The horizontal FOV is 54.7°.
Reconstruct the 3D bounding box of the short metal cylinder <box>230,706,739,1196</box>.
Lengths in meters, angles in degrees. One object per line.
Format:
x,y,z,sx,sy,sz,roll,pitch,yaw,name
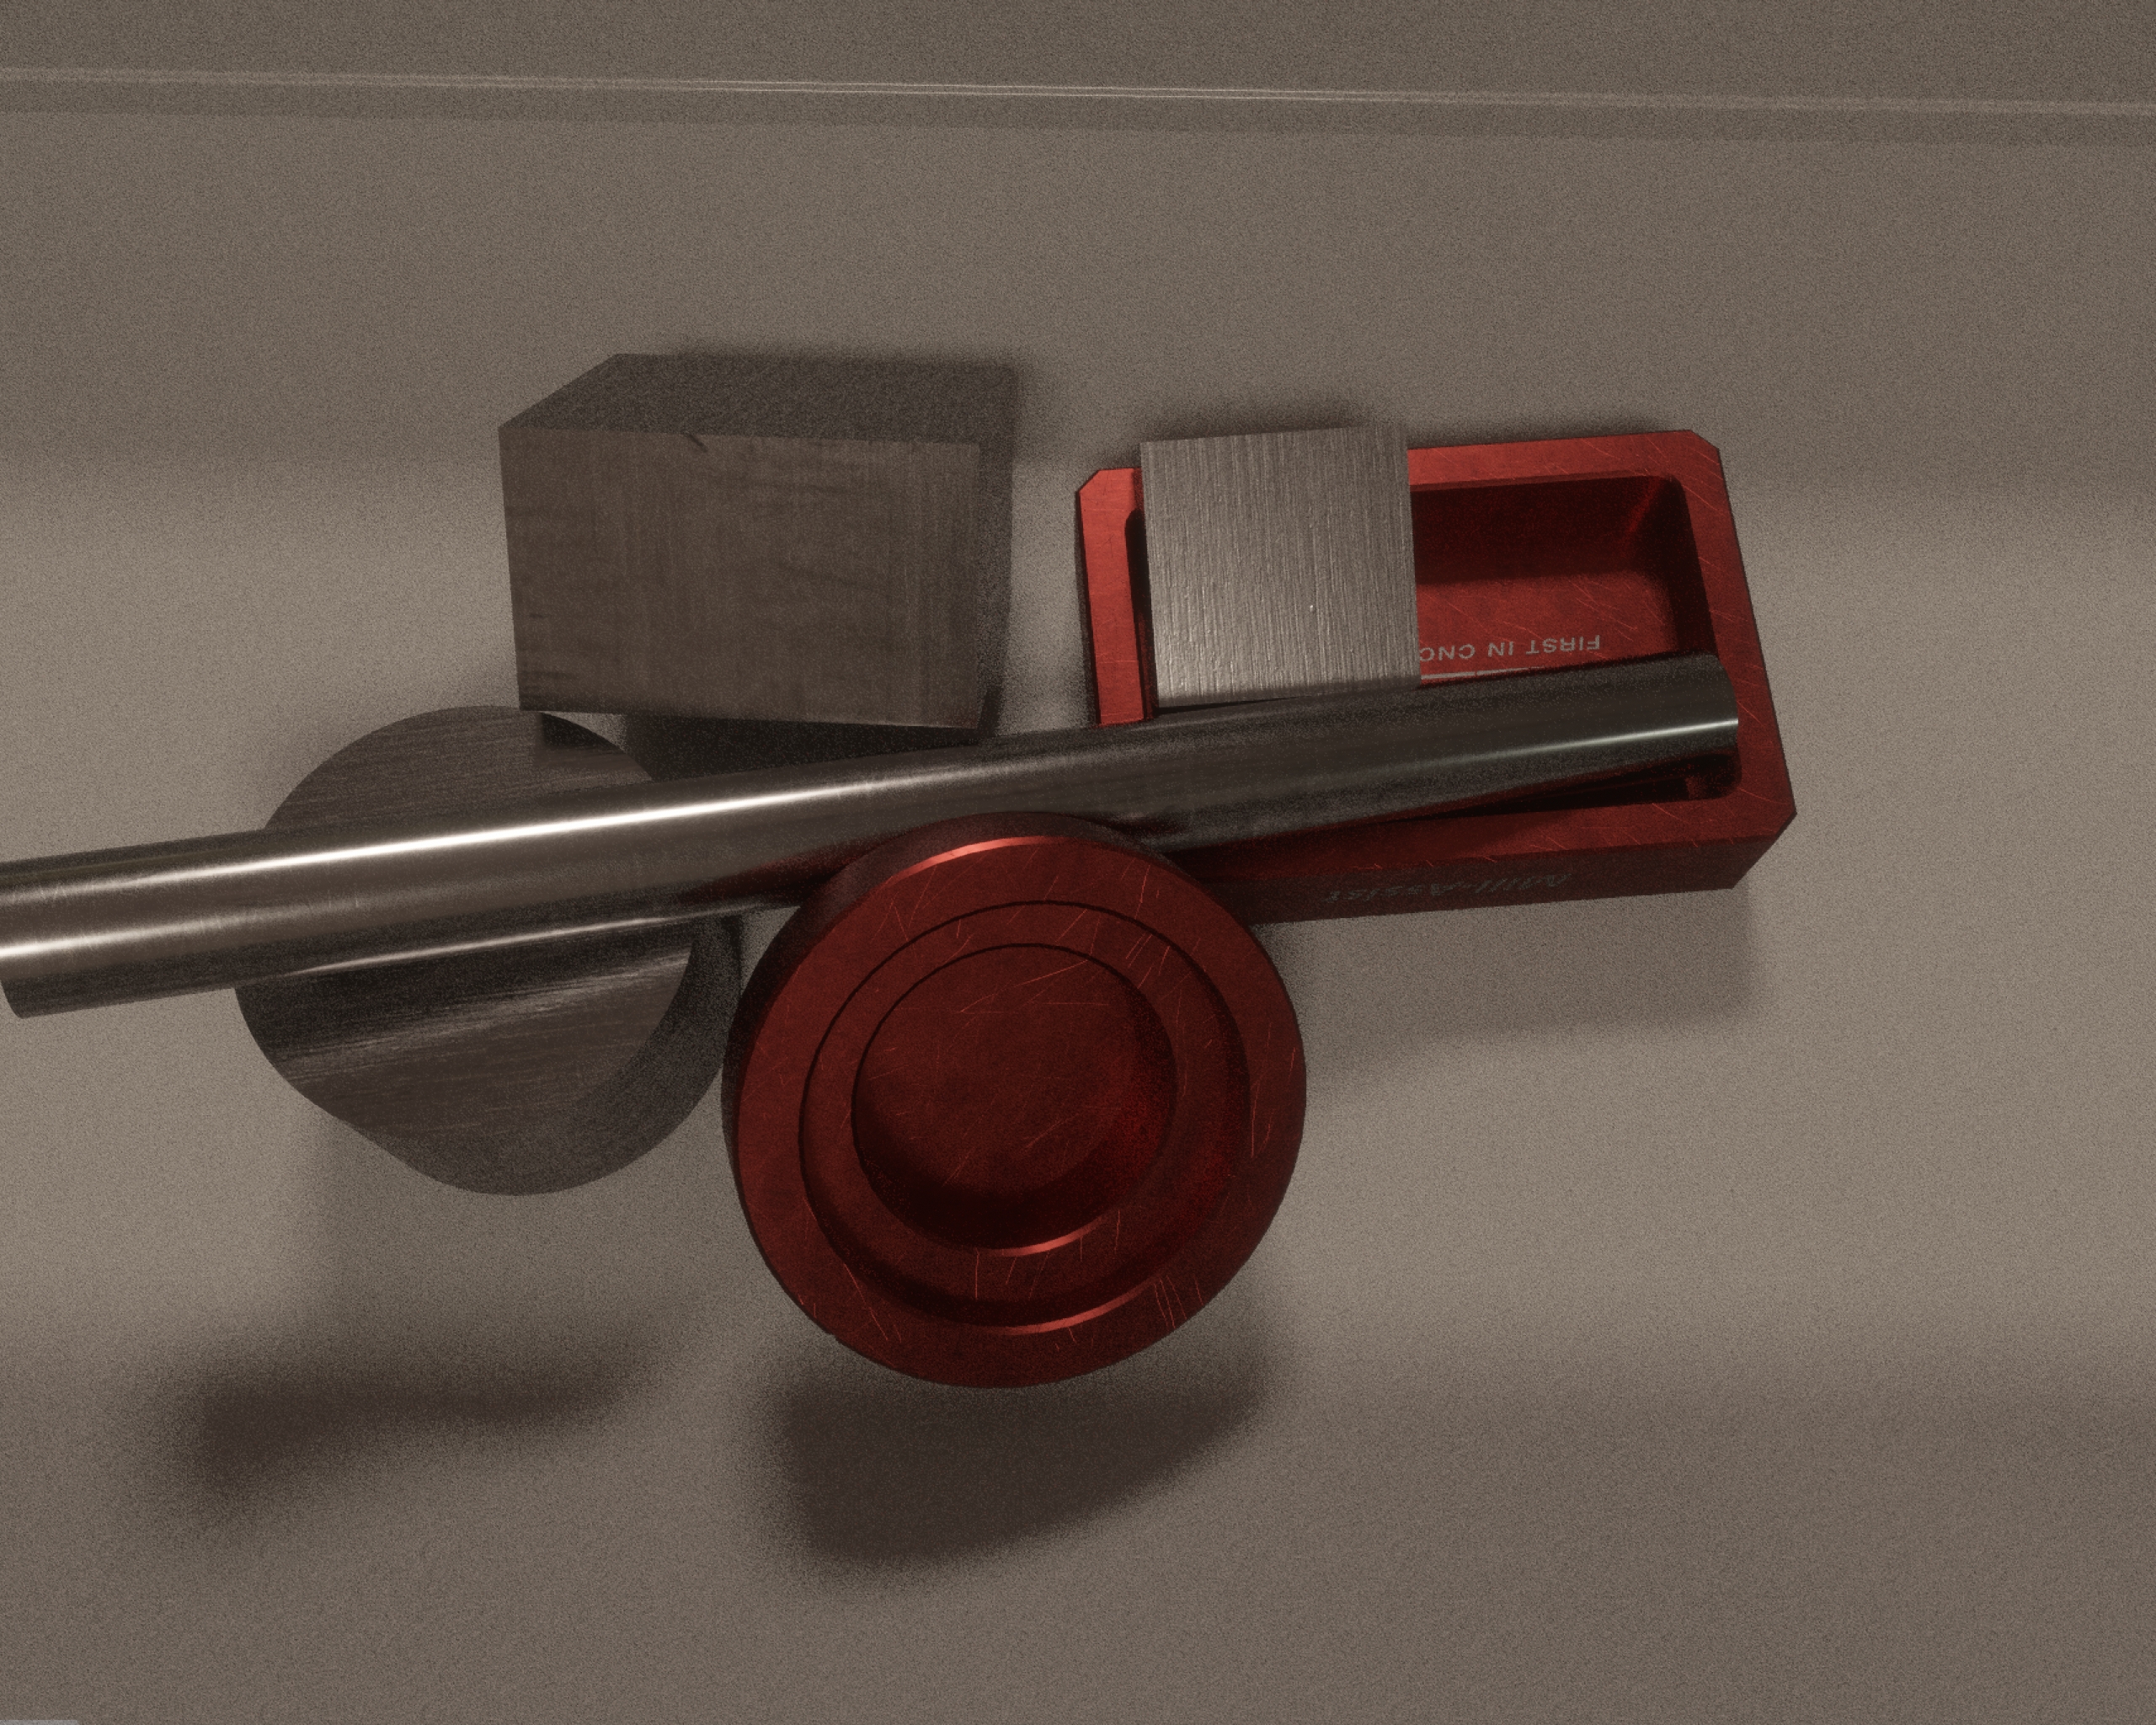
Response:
-0.107,0.017,0.386,0.081,0.050,0.080,0,70,0,short metal cylinder

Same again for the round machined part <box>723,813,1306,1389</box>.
-0.013,0.039,0.368,0.099,0.042,0.097,-4,104,-14,round machined part

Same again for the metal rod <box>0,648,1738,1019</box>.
-0.023,-0.009,0.367,0.302,0.025,0.025,-8,70,-15,metal rod

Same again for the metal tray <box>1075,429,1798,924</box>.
0.068,-0.037,0.419,0.131,0.030,0.090,-4,70,-2,metal tray

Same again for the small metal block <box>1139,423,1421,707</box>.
0.038,-0.057,0.407,0.050,0.025,0.050,-5,96,-2,small metal block

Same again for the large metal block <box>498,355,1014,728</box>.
-0.055,-0.063,0.393,0.081,0.080,0.050,2,112,1,large metal block
